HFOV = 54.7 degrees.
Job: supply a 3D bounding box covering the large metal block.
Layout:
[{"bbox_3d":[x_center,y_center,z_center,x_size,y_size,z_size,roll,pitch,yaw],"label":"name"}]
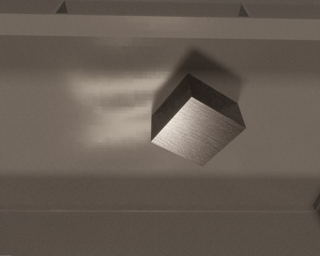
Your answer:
[{"bbox_3d":[0.045,-0.008,0.387,0.080,0.050,0.080,27,125,-22],"label":"large metal block"}]
